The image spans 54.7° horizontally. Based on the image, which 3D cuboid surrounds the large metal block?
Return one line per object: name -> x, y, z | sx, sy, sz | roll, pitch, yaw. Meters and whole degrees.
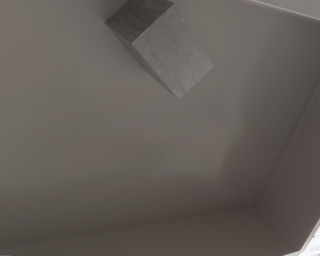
large metal block -> -0.002, -0.087, 0.320 | 0.050, 0.080, 0.080 | -43, 130, 1
